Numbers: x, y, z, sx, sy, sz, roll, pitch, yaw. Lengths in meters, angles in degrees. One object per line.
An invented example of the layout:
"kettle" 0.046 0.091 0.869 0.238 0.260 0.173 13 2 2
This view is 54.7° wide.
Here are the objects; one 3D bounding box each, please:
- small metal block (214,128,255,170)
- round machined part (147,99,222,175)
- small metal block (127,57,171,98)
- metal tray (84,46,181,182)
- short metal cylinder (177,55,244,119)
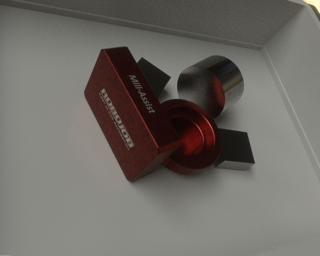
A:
"small metal block" 0.102 0.031 0.442 0.050 0.025 0.050 8 58 -23
"round machined part" 0.026 0.015 0.398 0.099 0.042 0.098 14 56 -21
"small metal block" -0.020 -0.063 0.433 0.050 0.025 0.050 34 52 -5
"metal tray" -0.037 -0.014 0.352 0.030 0.090 0.130 -19 72 -35
"short metal cylinder" 0.072 -0.058 0.445 0.050 0.080 0.080 -33 81 -38
